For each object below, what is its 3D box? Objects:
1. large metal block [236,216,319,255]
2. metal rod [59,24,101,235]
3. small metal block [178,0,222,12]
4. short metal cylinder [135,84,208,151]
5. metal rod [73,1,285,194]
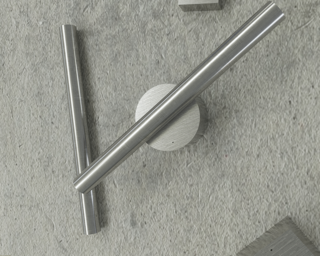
[{"bbox_3d":[0.141,0.161,0.346,0.080,0.050,0.080,-44,77,14],"label":"large metal block"},{"bbox_3d":[-0.116,0.000,0.448,0.025,0.025,0.298,-8,87,19],"label":"metal rod"},{"bbox_3d":[0.053,-0.177,0.390,0.050,0.025,0.050,5,92,19],"label":"small metal block"},{"bbox_3d":[0.016,-0.013,0.389,0.080,0.050,0.079,0,90,19],"label":"short metal cylinder"},{"bbox_3d":[0.010,-0.023,0.351,0.299,0.025,0.025,-42,77,15],"label":"metal rod"}]
